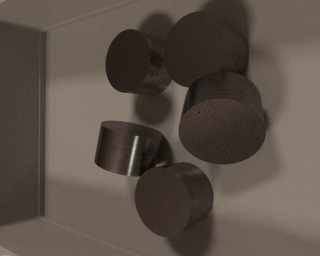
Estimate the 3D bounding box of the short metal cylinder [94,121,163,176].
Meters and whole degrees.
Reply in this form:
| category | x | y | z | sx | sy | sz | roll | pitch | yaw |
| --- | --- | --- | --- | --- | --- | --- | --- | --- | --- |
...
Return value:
| category | x | y | z | sx | sy | sz | roll | pitch | yaw |
| --- | --- | --- | --- | --- | --- | --- | --- | --- | --- |
| short metal cylinder | -0.041 | 0.024 | 0.402 | 0.080 | 0.081 | 0.050 | 20 | 102 | 38 |

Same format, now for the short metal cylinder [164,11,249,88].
| category | x | y | z | sx | sy | sz | roll | pitch | yaw |
| --- | --- | --- | --- | --- | --- | --- | --- | --- | --- |
| short metal cylinder | 0.051 | -0.083 | 0.347 | 0.080 | 0.050 | 0.079 | 0 | 90 | 39 |

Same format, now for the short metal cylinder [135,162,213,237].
| category | x | y | z | sx | sy | sz | roll | pitch | yaw |
| --- | --- | --- | --- | --- | --- | --- | --- | --- | --- |
| short metal cylinder | 0.016 | 0.084 | 0.373 | 0.080 | 0.050 | 0.079 | 2 | 93 | 38 |

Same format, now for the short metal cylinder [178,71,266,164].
| category | x | y | z | sx | sy | sz | roll | pitch | yaw |
| --- | --- | --- | --- | --- | --- | --- | --- | --- | --- |
| short metal cylinder | 0.062 | -0.009 | 0.311 | 0.080 | 0.050 | 0.079 | 6 | 129 | 8 |

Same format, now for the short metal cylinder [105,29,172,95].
| category | x | y | z | sx | sy | sz | roll | pitch | yaw |
| --- | --- | --- | --- | --- | --- | --- | --- | --- | --- |
| short metal cylinder | -0.026 | -0.084 | 0.410 | 0.080 | 0.050 | 0.079 | 0 | 90 | 39 |
